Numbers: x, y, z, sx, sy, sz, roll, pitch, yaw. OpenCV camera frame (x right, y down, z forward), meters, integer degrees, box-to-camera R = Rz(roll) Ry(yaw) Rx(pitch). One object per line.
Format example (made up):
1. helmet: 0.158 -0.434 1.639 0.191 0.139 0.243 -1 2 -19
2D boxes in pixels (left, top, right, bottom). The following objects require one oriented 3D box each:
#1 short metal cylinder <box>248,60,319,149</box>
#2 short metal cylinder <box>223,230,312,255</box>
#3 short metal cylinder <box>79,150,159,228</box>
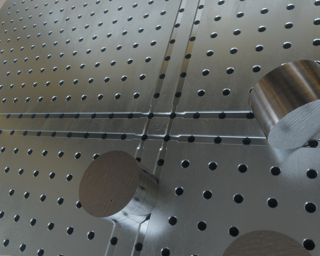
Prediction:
1. short metal cylinder: 0.138 -0.022 0.314 0.080 0.080 0.050 -25 53 13
2. short metal cylinder: 0.094 0.133 0.261 0.080 0.050 0.080 -13 56 21
3. short metal cylinder: -0.049 0.074 0.373 0.080 0.050 0.080 -13 56 21
